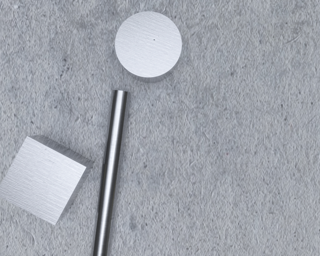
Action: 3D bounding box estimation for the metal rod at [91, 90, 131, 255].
[{"bbox_3d":[-0.070,0.100,0.409,0.025,0.025,0.298,7,90,0],"label":"metal rod"}]

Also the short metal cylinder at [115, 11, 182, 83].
[{"bbox_3d":[-0.014,-0.101,0.397,0.081,0.050,0.080,0,90,0],"label":"short metal cylinder"}]

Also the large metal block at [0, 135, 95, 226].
[{"bbox_3d":[-0.143,0.063,0.396,0.080,0.050,0.080,28,90,0],"label":"large metal block"}]
